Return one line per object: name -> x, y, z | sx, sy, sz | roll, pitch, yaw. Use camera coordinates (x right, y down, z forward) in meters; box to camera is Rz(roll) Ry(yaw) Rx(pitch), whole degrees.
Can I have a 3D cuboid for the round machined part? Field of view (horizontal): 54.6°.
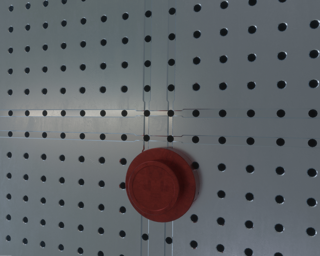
round machined part -> -0.001, 0.075, 0.404 | 0.098, 0.042, 0.097 | 0, 90, 20
